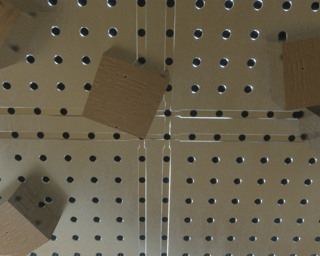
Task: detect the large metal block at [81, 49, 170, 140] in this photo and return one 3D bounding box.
[{"bbox_3d":[-0.041,-0.043,0.384,0.080,0.050,0.079,21,109,-8],"label":"large metal block"}]

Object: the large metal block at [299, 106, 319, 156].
[{"bbox_3d":[0.231,-0.001,0.387,0.080,0.080,0.050,-8,110,2],"label":"large metal block"}]

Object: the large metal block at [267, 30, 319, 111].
[{"bbox_3d":[0.181,-0.072,0.376,0.080,0.050,0.079,-11,110,3],"label":"large metal block"}]

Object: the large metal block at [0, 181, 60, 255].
[{"bbox_3d":[-0.209,0.139,0.448,0.080,0.050,0.080,-34,107,11],"label":"large metal block"}]

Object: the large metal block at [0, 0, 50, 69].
[{"bbox_3d":[-0.178,-0.111,0.340,0.050,0.080,0.080,38,106,-13],"label":"large metal block"}]
